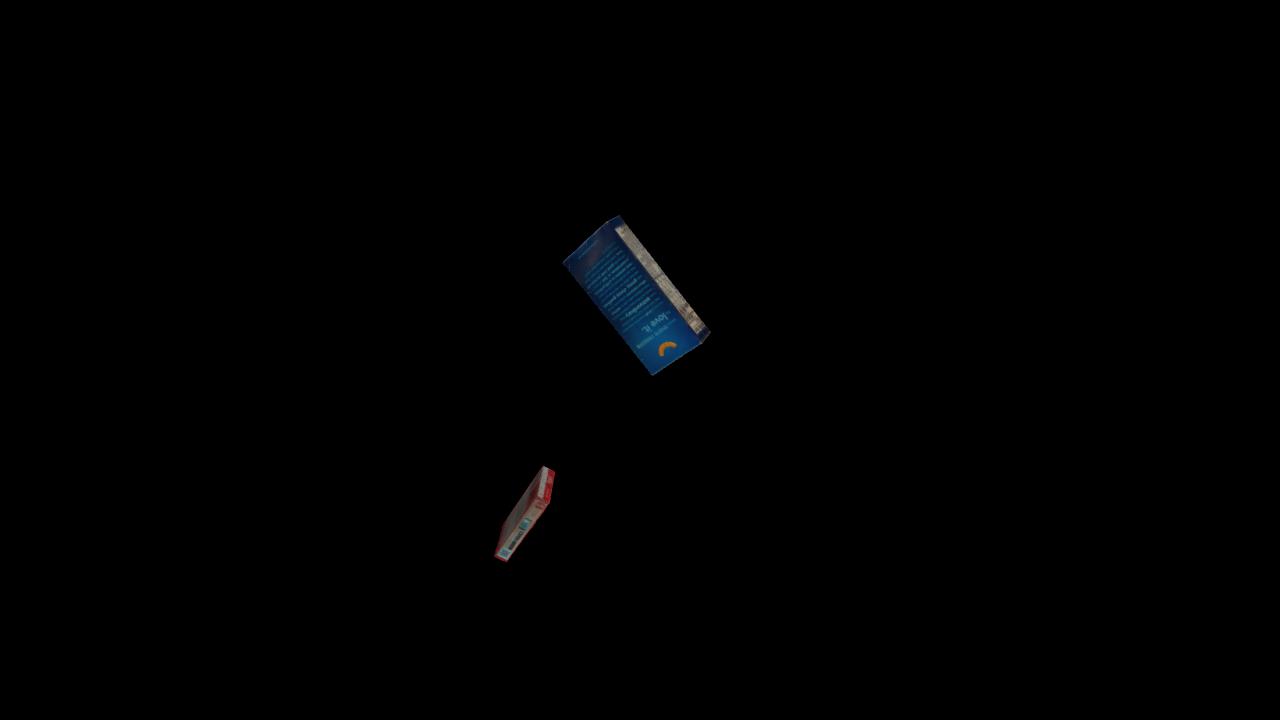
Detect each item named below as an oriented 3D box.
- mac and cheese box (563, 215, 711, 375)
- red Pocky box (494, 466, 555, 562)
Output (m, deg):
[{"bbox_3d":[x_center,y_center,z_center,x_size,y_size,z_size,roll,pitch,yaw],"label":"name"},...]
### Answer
[{"bbox_3d":[-0.005,-0.078,0.766,0.093,0.184,0.041,-35,6,36],"label":"mac and cheese box"},{"bbox_3d":[-0.192,0.258,1.031,0.028,0.155,0.083,29,24,-15],"label":"red Pocky box"}]
